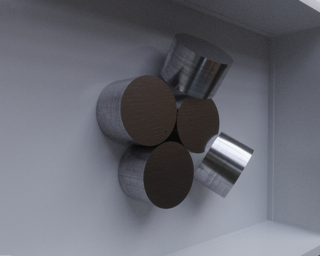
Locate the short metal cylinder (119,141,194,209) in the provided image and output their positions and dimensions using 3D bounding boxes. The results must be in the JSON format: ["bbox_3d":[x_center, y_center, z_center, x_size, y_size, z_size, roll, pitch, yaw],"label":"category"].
[{"bbox_3d":[-0.004,0.056,0.387,0.081,0.050,0.079,0,90,-40],"label":"short metal cylinder"}]

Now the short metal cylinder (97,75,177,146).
[{"bbox_3d":[-0.026,-0.020,0.367,0.081,0.050,0.079,0,90,-40],"label":"short metal cylinder"}]

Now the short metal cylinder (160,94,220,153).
[{"bbox_3d":[0.035,-0.007,0.419,0.081,0.050,0.079,0,90,-40],"label":"short metal cylinder"}]

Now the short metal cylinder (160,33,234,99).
[{"bbox_3d":[0.047,-0.081,0.400,0.081,0.080,0.050,-4,131,-40],"label":"short metal cylinder"}]

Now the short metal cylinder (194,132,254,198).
[{"bbox_3d":[0.090,0.052,0.439,0.080,0.050,0.080,-54,166,-20],"label":"short metal cylinder"}]
